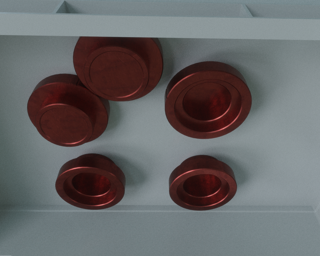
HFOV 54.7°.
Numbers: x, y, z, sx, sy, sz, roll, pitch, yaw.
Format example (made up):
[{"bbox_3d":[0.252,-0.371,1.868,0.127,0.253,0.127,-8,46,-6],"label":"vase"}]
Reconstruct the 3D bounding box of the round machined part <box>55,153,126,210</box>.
[{"bbox_3d":[-0.100,0.076,0.461,0.099,0.042,0.097,-1,130,0],"label":"round machined part"}]

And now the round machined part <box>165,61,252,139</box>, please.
[{"bbox_3d":[0.054,-0.036,0.368,0.099,0.042,0.097,-1,130,0],"label":"round machined part"}]

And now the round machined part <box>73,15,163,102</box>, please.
[{"bbox_3d":[-0.046,-0.068,0.339,0.099,0.042,0.097,-1,130,0],"label":"round machined part"}]

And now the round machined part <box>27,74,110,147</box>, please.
[{"bbox_3d":[-0.114,-0.015,0.384,0.099,0.042,0.097,-1,130,0],"label":"round machined part"}]

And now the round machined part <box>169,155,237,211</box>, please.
[{"bbox_3d":[0.062,0.079,0.466,0.099,0.042,0.097,-1,130,0],"label":"round machined part"}]
